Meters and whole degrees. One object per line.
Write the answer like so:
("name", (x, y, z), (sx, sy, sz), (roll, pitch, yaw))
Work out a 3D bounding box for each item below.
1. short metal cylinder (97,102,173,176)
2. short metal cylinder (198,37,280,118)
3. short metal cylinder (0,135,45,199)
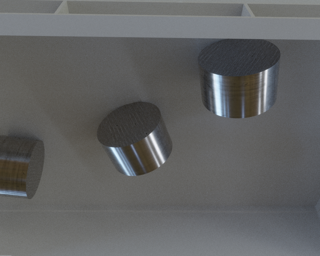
("short metal cylinder", (-0.030, 0.012, 0.383), (0.080, 0.080, 0.050), (-13, 129, 11))
("short metal cylinder", (0.082, -0.055, 0.327), (0.080, 0.080, 0.050), (-7, 130, 6))
("short metal cylinder", (-0.192, 0.052, 0.416), (0.050, 0.080, 0.079), (8, 130, -7))
